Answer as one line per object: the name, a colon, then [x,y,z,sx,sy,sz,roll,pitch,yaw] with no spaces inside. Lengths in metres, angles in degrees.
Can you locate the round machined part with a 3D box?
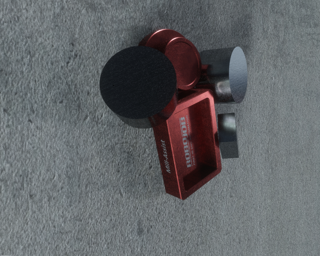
round machined part: [0.017,-0.082,0.410,0.099,0.042,0.097,0,90,-40]

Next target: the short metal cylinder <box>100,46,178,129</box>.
short metal cylinder: [-0.021,-0.043,0.344,0.050,0.080,0.080,67,35,-77]

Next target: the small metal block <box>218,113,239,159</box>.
small metal block: [0.104,0.012,0.470,0.050,0.025,0.050,64,25,-53]

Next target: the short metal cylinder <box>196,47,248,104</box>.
short metal cylinder: [0.091,-0.075,0.452,0.080,0.050,0.079,-6,96,-57]

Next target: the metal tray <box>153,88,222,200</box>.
metal tray: [0.039,0.020,0.421,0.091,0.030,0.129,-28,117,-37]
